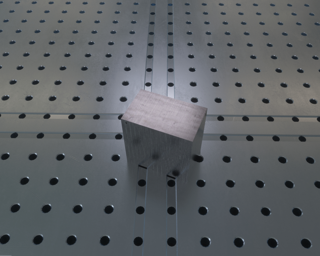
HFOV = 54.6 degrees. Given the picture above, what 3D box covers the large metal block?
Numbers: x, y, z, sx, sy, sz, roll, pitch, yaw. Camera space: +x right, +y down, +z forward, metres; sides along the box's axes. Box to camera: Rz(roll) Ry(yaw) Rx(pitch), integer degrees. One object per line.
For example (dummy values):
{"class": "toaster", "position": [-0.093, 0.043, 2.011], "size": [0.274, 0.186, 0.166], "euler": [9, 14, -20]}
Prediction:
{"class": "large metal block", "position": [0.005, 0.010, 0.364], "size": [0.080, 0.080, 0.050], "euler": [18, 52, 14]}
